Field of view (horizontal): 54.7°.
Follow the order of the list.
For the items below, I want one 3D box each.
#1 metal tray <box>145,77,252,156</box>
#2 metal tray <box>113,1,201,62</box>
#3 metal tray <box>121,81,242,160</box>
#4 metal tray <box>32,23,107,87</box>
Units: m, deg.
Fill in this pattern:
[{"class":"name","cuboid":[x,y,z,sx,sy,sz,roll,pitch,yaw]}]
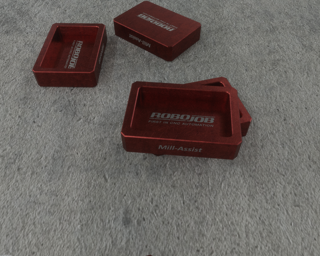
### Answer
[{"class":"metal tray","cuboid":[0.043,-0.019,0.415,0.131,0.030,0.090,-12,51,-10]},{"class":"metal tray","cuboid":[-0.005,-0.174,0.546,0.130,0.030,0.090,32,57,24]},{"class":"metal tray","cuboid":[0.026,-0.012,0.369,0.131,0.030,0.090,4,50,3]},{"class":"metal tray","cuboid":[-0.140,-0.121,0.500,0.091,0.030,0.130,1,50,1]}]
